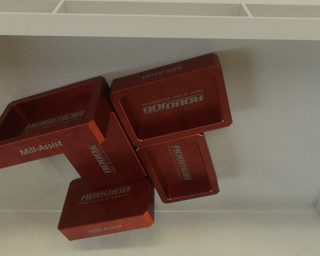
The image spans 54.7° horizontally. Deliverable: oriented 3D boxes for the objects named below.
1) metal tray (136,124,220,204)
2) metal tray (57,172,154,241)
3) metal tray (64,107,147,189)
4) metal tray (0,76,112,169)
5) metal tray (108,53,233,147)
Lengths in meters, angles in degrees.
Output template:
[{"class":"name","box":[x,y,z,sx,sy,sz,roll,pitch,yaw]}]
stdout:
[{"class":"metal tray","box":[0.029,0.054,0.450,0.090,0.030,0.129,-14,129,11]},{"class":"metal tray","box":[-0.075,0.107,0.453,0.131,0.090,0.030,-13,129,10]},{"class":"metal tray","box":[-0.080,0.026,0.423,0.090,0.030,0.129,-14,129,11]},{"class":"metal tray","box":[-0.123,-0.008,0.353,0.130,0.090,0.030,-14,129,11]},{"class":"metal tray","box":[0.015,-0.030,0.378,0.131,0.030,0.090,-13,129,10]}]
